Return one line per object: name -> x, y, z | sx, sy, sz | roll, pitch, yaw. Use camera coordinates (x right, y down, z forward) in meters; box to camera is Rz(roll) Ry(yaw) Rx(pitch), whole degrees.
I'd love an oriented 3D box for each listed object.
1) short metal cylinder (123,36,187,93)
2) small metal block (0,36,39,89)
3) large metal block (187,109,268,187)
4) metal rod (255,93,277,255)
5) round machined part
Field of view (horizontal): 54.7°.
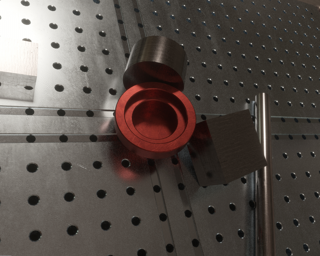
short metal cylinder -> -0.005, -0.076, 0.418 | 0.080, 0.080, 0.050 | 22, 52, -16
small metal block -> -0.172, -0.077, 0.363 | 0.050, 0.025, 0.050 | 5, 60, -26
large metal block -> 0.086, 0.026, 0.413 | 0.081, 0.050, 0.080 | -14, 85, -34
metal rod -> 0.152, 0.066, 0.451 | 0.025, 0.025, 0.300 | 23, 53, -15
round machined part -> -0.008, -0.006, 0.388 | 0.099, 0.042, 0.098 | 5, 62, -9
